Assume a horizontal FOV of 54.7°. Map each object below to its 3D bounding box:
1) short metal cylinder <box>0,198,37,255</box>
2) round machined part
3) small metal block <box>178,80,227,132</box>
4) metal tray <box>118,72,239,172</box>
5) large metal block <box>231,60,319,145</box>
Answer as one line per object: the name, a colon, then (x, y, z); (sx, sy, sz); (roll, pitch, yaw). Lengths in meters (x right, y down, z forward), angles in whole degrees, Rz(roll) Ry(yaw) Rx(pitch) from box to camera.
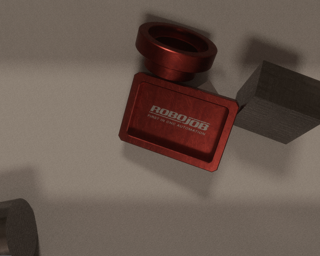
short metal cylinder: (-0.194, 0.132, 0.382); (0.050, 0.080, 0.080); (-11, 90, 0)
round machined part: (0.017, -0.092, 0.385); (0.099, 0.098, 0.042); (18, 125, -1)
small metal block: (0.056, -0.028, 0.412); (0.050, 0.025, 0.050); (-33, 90, 0)
metal tray: (0.022, -0.009, 0.387); (0.131, 0.030, 0.089); (19, 103, 10)
large metal block: (0.142, -0.028, 0.379); (0.080, 0.080, 0.050); (20, 67, -1)
